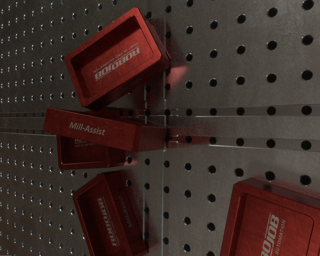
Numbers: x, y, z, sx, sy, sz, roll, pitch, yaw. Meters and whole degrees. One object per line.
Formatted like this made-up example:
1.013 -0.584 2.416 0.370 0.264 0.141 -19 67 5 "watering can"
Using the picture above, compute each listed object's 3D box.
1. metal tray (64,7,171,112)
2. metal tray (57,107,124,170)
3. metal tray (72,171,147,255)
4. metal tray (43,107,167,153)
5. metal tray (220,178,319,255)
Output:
-0.062 -0.092 0.427 0.130 0.030 0.090 -30 70 15 "metal tray"
-0.117 0.020 0.499 0.130 0.030 0.089 -9 84 39 "metal tray"
-0.080 0.142 0.469 0.090 0.030 0.130 -36 68 34 "metal tray"
-0.067 0.002 0.395 0.130 0.090 0.030 11 92 21 "metal tray"
0.111 0.126 0.313 0.090 0.030 0.129 15 99 38 "metal tray"
